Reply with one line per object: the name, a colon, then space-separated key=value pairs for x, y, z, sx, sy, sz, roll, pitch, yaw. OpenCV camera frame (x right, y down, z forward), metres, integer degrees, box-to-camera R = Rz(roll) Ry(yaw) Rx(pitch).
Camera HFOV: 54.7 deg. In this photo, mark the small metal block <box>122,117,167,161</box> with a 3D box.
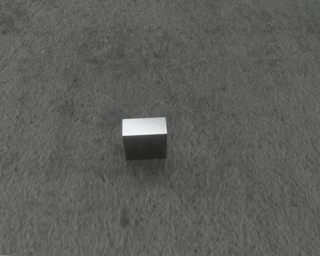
small metal block: x=-0.018 y=0.014 z=0.375 sx=0.050 sy=0.050 sz=0.025 roll=-3 pitch=50 yaw=-3
